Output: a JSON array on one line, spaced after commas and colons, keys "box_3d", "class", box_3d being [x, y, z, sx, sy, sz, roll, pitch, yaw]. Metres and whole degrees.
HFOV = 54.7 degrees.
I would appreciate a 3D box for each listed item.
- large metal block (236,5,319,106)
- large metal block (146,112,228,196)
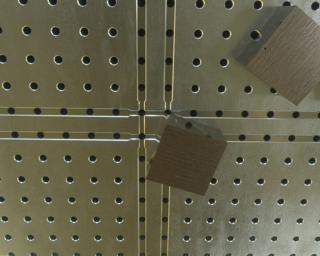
[{"box_3d": [0.153, -0.087, 0.370, 0.080, 0.050, 0.080, 34, 106, -12], "class": "large metal block"}, {"box_3d": [0.033, 0.034, 0.413, 0.080, 0.050, 0.079, 18, 109, -7], "class": "large metal block"}]
